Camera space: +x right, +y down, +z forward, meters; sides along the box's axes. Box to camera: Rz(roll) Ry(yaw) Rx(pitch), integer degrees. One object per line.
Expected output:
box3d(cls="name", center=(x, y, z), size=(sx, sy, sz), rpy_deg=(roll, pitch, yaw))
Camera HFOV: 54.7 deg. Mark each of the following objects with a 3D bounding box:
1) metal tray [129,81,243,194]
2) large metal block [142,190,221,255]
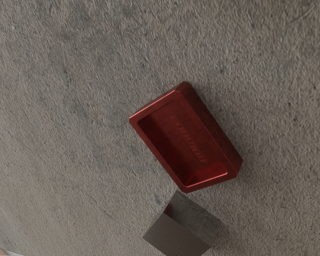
box3d(cls="metal tray", center=(0.032, 0.016, 0.396), size=(0.090, 0.030, 0.130), rpy_deg=(-28, 103, 37))
box3d(cls="large metal block", center=(0.032, 0.154, 0.469), size=(0.080, 0.050, 0.079), rpy_deg=(35, 129, 5))
